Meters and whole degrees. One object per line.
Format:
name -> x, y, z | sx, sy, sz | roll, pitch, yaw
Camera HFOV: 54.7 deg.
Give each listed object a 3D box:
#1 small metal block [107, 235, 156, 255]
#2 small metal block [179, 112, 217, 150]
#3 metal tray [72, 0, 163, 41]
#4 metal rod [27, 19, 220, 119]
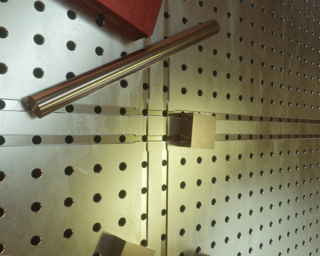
small metal block -> -0.039, 0.166, 0.379 | 0.050, 0.025, 0.050 | 33, 69, -35
small metal block -> 0.056, 0.005, 0.459 | 0.050, 0.025, 0.050 | 8, 85, -40
metal tray -> -0.055, -0.174, 0.361 | 0.131, 0.030, 0.090 | 25, 74, -38
metal rod -> -0.021, -0.088, 0.393 | 0.302, 0.025, 0.025 | -33, 111, -35
